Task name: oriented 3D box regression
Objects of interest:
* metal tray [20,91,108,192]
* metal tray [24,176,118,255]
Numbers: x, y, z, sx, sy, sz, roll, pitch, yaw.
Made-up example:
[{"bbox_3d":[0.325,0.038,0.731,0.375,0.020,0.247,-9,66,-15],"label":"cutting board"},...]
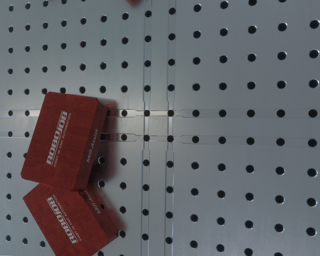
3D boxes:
[{"bbox_3d":[-0.135,0.018,0.441,0.090,0.030,0.130,9,78,19],"label":"metal tray"},{"bbox_3d":[-0.133,0.130,0.458,0.090,0.030,0.130,-39,78,15],"label":"metal tray"}]
